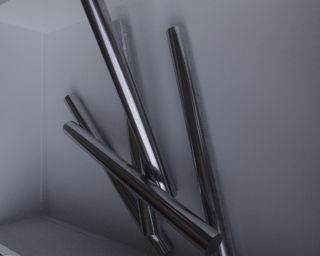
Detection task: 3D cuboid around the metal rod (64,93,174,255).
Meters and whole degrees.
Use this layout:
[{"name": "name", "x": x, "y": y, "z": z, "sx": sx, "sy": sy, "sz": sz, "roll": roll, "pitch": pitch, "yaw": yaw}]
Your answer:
[{"name": "metal rod", "x": -0.073, "y": 0.057, "z": 0.467, "sx": 0.025, "sy": 0.025, "sz": 0.300, "roll": -52, "pitch": 60, "yaw": 27}]

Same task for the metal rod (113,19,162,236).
[{"name": "metal rod", "x": -0.035, "y": -0.010, "z": 0.423, "sx": 0.025, "sy": 0.025, "sz": 0.299, "roll": -20, "pitch": 74, "yaw": 38}]

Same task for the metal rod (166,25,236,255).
[{"name": "metal rod", "x": 0.048, "y": 0.022, "z": 0.366, "sx": 0.025, "sy": 0.025, "sz": 0.299, "roll": -18, "pitch": 78, "yaw": 38}]

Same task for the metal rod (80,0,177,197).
[{"name": "metal rod", "x": -0.040, "y": -0.047, "z": 0.363, "sx": 0.025, "sy": 0.025, "sz": 0.298, "roll": -8, "pitch": 109, "yaw": 40}]

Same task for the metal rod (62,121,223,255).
[{"name": "metal rod", "x": -0.046, "y": 0.056, "z": 0.394, "sx": 0.300, "sy": 0.025, "sz": 0.025, "roll": 30, "pitch": 109, "yaw": 41}]
